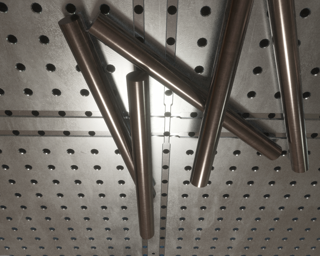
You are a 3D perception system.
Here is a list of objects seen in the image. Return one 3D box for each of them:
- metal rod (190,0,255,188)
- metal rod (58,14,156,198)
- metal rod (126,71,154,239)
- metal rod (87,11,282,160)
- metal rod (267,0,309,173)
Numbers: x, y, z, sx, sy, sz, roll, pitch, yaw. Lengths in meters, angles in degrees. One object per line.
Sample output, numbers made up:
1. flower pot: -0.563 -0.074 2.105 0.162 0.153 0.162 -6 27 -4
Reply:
1. metal rod: 0.069 -0.053 0.342 0.025 0.025 0.298 4 122 -4
2. metal rod: -0.055 -0.001 0.409 0.025 0.025 0.299 -11 130 9
3. metal rod: -0.023 0.060 0.431 0.025 0.025 0.298 -1 128 0
4. metal rod: 0.048 -0.037 0.380 0.301 0.025 0.025 32 123 -25
5. metal rod: 0.157 -0.048 0.372 0.025 0.025 0.299 -16 129 13
